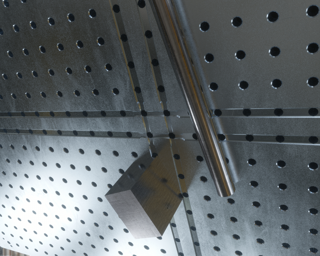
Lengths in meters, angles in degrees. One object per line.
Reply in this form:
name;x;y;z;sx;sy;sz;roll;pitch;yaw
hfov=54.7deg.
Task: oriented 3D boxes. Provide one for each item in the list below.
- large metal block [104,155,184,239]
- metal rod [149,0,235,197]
large metal block;-0.020;0.099;0.447;0.050;0.080;0.080;-21;108;36
metal rod;0.037;-0.045;0.363;0.025;0.025;0.299;-8;115;32
